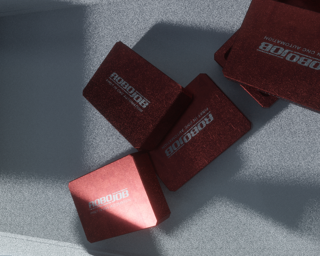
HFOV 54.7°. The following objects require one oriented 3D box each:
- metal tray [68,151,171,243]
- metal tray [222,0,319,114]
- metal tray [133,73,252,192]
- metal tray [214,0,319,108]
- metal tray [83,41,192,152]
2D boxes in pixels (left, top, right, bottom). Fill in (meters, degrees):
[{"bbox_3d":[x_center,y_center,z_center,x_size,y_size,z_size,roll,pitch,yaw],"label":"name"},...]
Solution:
[{"bbox_3d":[-0.058,0.093,0.410,0.130,0.030,0.090,-26,82,33],"label":"metal tray"},{"bbox_3d":[0.144,-0.074,0.325,0.130,0.030,0.089,24,98,17],"label":"metal tray"},{"bbox_3d":[0.038,0.006,0.394,0.130,0.030,0.090,-42,77,14],"label":"metal tray"},{"bbox_3d":[0.140,-0.097,0.358,0.130,0.030,0.090,-45,77,14],"label":"metal tray"},{"bbox_3d":[-0.034,-0.043,0.397,0.130,0.030,0.090,42,100,31],"label":"metal tray"}]
